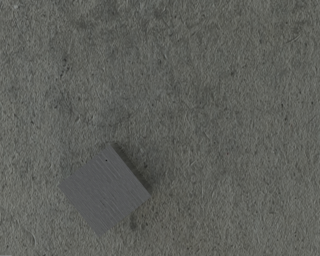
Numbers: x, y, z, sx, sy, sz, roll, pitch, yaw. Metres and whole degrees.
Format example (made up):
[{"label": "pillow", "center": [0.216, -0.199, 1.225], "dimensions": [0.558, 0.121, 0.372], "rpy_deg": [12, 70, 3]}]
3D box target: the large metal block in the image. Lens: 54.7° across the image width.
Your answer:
[{"label": "large metal block", "center": [-0.067, 0.076, 0.397], "dimensions": [0.080, 0.050, 0.080], "rpy_deg": [-38, 90, 0]}]
